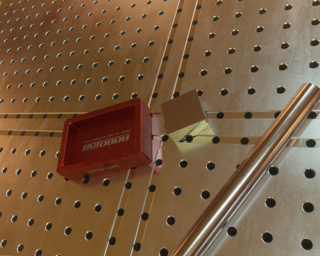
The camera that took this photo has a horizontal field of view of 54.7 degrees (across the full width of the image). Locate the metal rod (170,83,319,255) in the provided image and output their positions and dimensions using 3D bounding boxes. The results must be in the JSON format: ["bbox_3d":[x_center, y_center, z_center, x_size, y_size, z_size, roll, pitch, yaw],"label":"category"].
[{"bbox_3d":[0.074,0.072,0.324,0.025,0.025,0.300,34,80,38],"label":"metal rod"}]

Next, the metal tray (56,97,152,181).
[{"bbox_3d":[-0.077,0.017,0.433,0.130,0.030,0.090,-15,56,19],"label":"metal tray"}]

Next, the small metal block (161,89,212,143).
[{"bbox_3d":[0.033,-0.015,0.399,0.050,0.025,0.050,-23,53,14],"label":"small metal block"}]
